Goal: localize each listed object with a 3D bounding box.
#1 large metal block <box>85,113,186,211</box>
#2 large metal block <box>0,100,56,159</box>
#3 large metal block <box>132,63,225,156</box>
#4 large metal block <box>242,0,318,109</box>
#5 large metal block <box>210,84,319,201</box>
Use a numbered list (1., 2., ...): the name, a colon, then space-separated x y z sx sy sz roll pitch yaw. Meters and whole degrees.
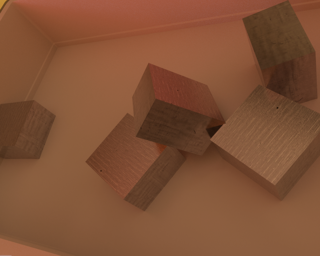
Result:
1. large metal block: -0.030 0.040 0.381 0.080 0.050 0.080 34 80 38
2. large metal block: -0.231 0.004 0.509 0.080 0.050 0.080 -3 60 26
3. large metal block: 0.017 -0.022 0.354 0.050 0.081 0.080 -61 23 30
4. large metal block: 0.135 -0.078 0.347 0.050 0.080 0.080 -18 55 18
5. large metal block: 0.114 0.014 0.321 0.080 0.050 0.080 -48 51 -5
